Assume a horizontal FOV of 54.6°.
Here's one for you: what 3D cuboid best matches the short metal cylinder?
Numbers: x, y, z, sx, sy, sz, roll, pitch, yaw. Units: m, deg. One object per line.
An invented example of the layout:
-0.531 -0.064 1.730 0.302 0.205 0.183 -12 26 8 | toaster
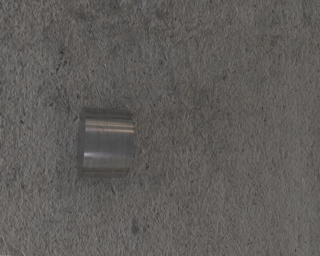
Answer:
-0.065 0.017 0.356 0.050 0.080 0.080 4 89 -20 | short metal cylinder
